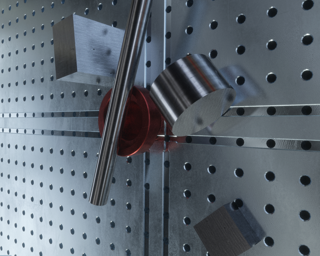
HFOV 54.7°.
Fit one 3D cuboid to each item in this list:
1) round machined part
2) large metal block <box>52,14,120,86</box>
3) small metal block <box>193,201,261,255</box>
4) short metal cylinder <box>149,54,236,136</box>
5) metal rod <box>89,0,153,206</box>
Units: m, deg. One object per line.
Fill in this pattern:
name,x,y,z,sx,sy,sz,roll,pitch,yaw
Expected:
round machined part,-0.037,-0.011,0.427,0.098,0.042,0.097,0,90,39
large metal block,-0.107,-0.111,0.459,0.050,0.081,0.080,-9,84,39
small metal block,0.074,0.118,0.347,0.050,0.025,0.050,-46,63,30
short metal cylinder,0.036,-0.035,0.343,0.080,0.081,0.050,-46,63,30
metal rod,-0.049,-0.042,0.392,0.025,0.025,0.298,23,104,37
